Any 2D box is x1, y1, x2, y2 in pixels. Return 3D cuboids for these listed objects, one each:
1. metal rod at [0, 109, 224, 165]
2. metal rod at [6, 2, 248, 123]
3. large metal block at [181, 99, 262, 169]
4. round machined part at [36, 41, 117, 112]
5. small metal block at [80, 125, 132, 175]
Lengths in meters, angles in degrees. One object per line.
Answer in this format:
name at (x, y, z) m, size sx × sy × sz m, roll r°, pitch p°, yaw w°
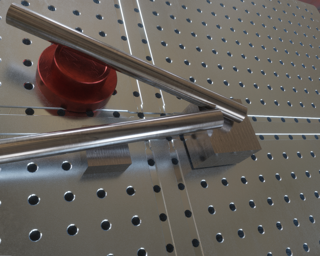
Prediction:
metal rod at (-0.067, 0.010, 0.332) m, size 0.303 × 0.025 × 0.025 m, roll -9°, pitch 66°, yaw -21°
metal rod at (-0.029, -0.073, 0.376) m, size 0.302 × 0.025 × 0.025 m, roll 22°, pitch 53°, yaw -12°
large metal block at (0.081, 0.006, 0.430) m, size 0.081 × 0.050 × 0.080 m, roll -2°, pitch 63°, yaw -30°
round machined part at (-0.100, -0.072, 0.388) m, size 0.099 × 0.042 × 0.098 m, roll 14°, pitch 56°, yaw -21°
small metal block at (-0.065, 0.024, 0.360) m, size 0.050 × 0.025 × 0.050 m, roll 0°, pitch 62°, yaw -29°
